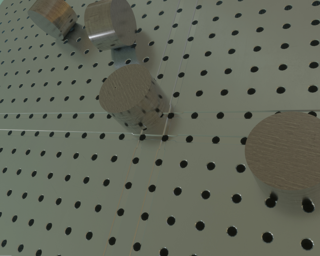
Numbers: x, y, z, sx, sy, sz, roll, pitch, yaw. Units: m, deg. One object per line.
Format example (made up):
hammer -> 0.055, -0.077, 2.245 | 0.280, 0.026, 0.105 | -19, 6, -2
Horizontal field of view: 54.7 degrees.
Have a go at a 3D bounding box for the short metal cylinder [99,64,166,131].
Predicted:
short metal cylinder -> -0.038, -0.043, 0.437 | 0.080, 0.050, 0.080 | -13, 56, 20

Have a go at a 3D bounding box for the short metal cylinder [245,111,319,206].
short metal cylinder -> 0.130, 0.031, 0.305 | 0.080, 0.050, 0.080 | -13, 57, 20

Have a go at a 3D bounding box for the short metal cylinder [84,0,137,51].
short metal cylinder -> -0.081, -0.174, 0.521 | 0.050, 0.080, 0.080 | -4, 60, 26

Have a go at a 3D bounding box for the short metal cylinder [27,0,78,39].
short metal cylinder -> -0.213, -0.223, 0.619 | 0.080, 0.080, 0.050 | 21, 73, 35
